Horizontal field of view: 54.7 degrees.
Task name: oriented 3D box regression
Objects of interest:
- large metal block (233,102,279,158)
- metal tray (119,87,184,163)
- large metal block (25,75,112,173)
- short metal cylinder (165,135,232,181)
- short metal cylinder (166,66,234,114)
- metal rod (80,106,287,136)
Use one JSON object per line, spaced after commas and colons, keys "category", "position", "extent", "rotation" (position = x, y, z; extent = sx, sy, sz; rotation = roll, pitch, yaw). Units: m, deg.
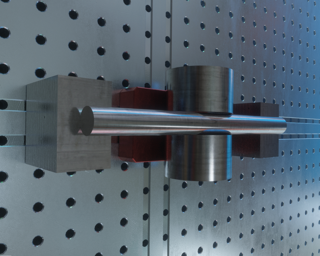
{"category": "large metal block", "position": [0.136, 0.003, 0.485], "extent": [0.050, 0.080, 0.080], "rotation": [1, 90, -40]}
{"category": "metal tray", "position": [0.009, -0.003, 0.413], "extent": [0.131, 0.030, 0.089], "rotation": [2, 89, -40]}
{"category": "large metal block", "position": [-0.089, -0.003, 0.297], "extent": [0.050, 0.080, 0.080], "rotation": [1, 90, -40]}
{"category": "short metal cylinder", "position": [0.046, 0.032, 0.372], "extent": [0.081, 0.080, 0.050], "rotation": [1, 90, -40]}
{"category": "short metal cylinder", "position": [0.048, -0.043, 0.374], "extent": [0.081, 0.080, 0.050], "rotation": [1, 90, -40]}
{"category": "metal rod", "position": [0.056, -0.005, 0.351], "extent": [0.302, 0.025, 0.025], "rotation": [1, 90, -40]}
